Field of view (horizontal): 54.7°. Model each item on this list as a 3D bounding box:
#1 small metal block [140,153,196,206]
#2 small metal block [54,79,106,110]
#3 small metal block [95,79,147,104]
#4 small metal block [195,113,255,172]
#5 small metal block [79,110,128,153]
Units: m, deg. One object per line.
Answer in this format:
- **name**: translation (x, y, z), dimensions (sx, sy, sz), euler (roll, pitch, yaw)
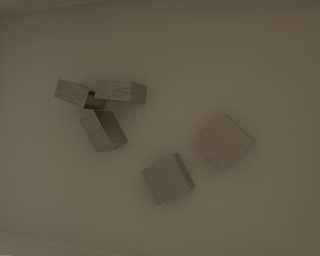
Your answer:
- **small metal block**: translation (0.011, 0.067, 0.407), dimensions (0.050, 0.025, 0.050), euler (-30, 80, 17)
- **small metal block**: translation (-0.110, -0.046, 0.436), dimensions (0.050, 0.050, 0.025), euler (22, 97, 18)
- **small metal block**: translation (-0.051, -0.048, 0.415), dimensions (0.050, 0.050, 0.025), euler (6, 92, 20)
- **small metal block**: translation (0.080, 0.017, 0.382), dimensions (0.050, 0.025, 0.050), euler (46, 104, 14)
- **small metal block**: translation (-0.076, 0.004, 0.424), dimensions (0.025, 0.050, 0.050), euler (-32, 80, 17)
